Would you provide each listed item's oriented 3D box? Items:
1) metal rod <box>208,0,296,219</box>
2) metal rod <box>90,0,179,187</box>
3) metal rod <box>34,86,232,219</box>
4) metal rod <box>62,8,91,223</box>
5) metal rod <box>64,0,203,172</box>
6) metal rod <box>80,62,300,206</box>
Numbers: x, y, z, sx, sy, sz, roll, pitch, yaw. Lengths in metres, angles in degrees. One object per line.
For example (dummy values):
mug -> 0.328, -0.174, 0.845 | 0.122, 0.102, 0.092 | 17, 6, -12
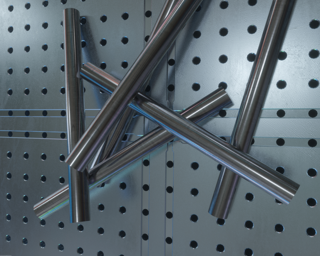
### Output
metal rod -> 0.113, -0.035, 0.372 | 0.025, 0.025, 0.298 | 18, 96, 19
metal rod -> -0.033, -0.054, 0.424 | 0.025, 0.025, 0.299 | 29, 99, 18
metal rod -> -0.042, 0.038, 0.409 | 0.300, 0.025, 0.025 | -32, 80, 10
metal rod -> -0.115, -0.027, 0.421 | 0.025, 0.025, 0.299 | -12, 74, 19
metal rod -> -0.016, -0.079, 0.375 | 0.025, 0.025, 0.300 | 32, 84, 17
metal rod -> 0.017, -0.006, 0.370 | 0.300, 0.025, 0.025 | 32, 101, 22
